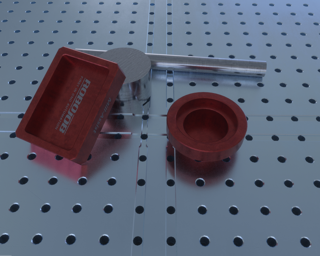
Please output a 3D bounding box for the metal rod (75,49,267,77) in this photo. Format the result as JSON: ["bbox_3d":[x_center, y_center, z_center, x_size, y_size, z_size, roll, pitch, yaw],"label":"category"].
[{"bbox_3d":[0.014,-0.105,0.495,0.302,0.025,0.025,5,50,3],"label":"metal rod"}]

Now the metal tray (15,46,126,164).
[{"bbox_3d":[-0.111,-0.031,0.393,0.090,0.030,0.130,20,79,16],"label":"metal tray"}]

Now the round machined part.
[{"bbox_3d":[0.057,0.003,0.395,0.099,0.042,0.098,0,50,0],"label":"round machined part"}]

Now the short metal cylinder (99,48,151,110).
[{"bbox_3d":[-0.053,-0.073,0.452,0.080,0.050,0.080,0,50,0],"label":"short metal cylinder"}]
